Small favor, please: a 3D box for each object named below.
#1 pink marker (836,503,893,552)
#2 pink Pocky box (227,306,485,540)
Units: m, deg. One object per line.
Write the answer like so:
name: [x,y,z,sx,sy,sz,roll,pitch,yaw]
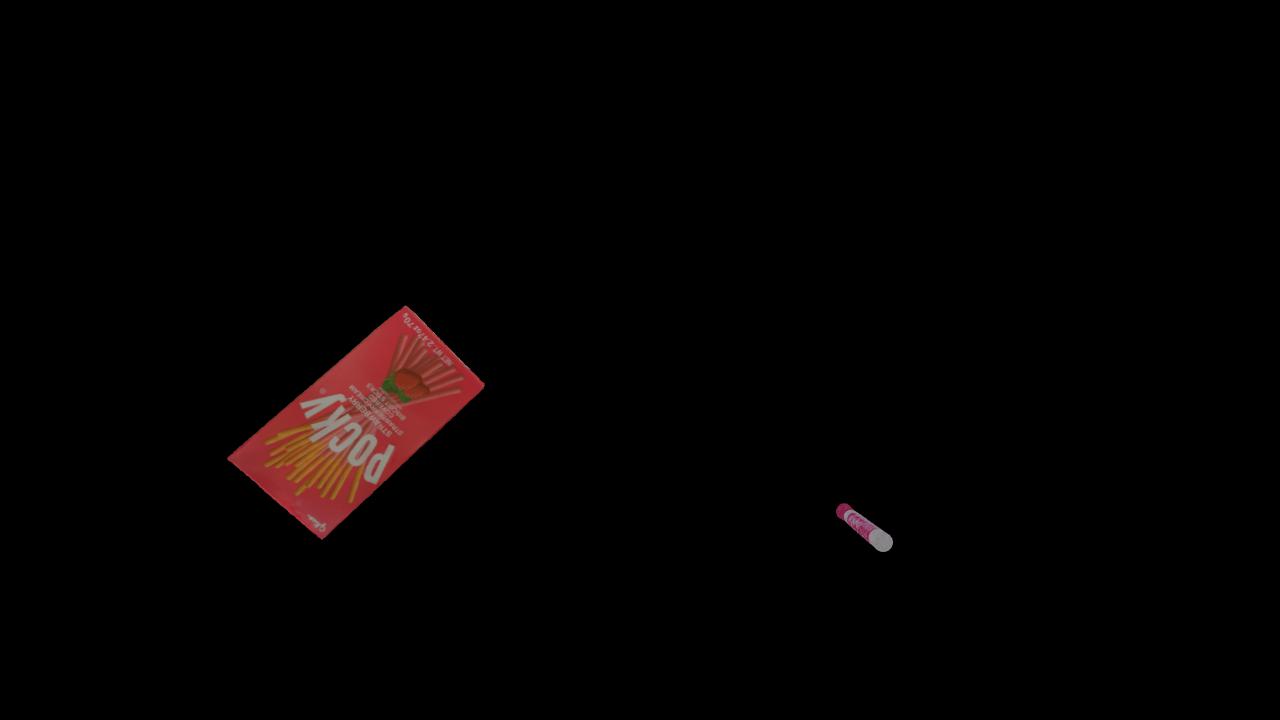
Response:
pink marker: [0.235,0.175,0.653,0.020,0.020,0.121,0,1,0]
pink Pocky box: [-0.197,0.042,0.441,0.155,0.084,0.029,-45,14,-14]
